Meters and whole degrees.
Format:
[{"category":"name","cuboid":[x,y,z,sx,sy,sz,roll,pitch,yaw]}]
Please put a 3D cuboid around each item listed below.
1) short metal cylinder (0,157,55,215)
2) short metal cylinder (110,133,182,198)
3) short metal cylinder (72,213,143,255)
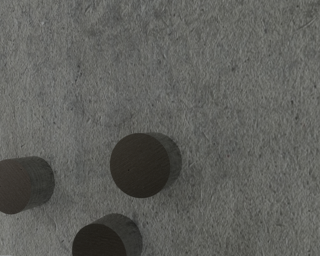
[{"category":"short metal cylinder","cuboid":[-0.209,0.085,0.470,0.080,0.050,0.080,0,90,20]},{"category":"short metal cylinder","cuboid":[-0.017,0.046,0.402,0.080,0.050,0.080,0,90,20]},{"category":"short metal cylinder","cuboid":[-0.070,0.162,0.420,0.080,0.050,0.080,0,90,20]}]
